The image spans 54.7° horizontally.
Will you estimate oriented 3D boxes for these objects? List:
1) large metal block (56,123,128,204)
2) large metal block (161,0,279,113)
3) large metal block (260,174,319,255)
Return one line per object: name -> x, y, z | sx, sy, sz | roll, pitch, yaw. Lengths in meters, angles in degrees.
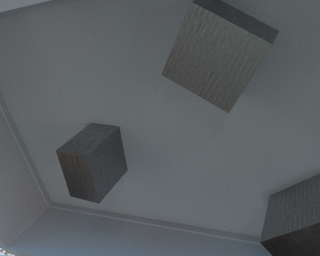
large metal block -> -0.095, 0.048, 0.451 | 0.050, 0.080, 0.079 | 7, 122, 24
large metal block -> 0.059, -0.076, 0.314 | 0.080, 0.050, 0.079 | 31, 128, 7
large metal block -> 0.168, 0.105, 0.350 | 0.050, 0.080, 0.080 | 47, 129, -5
